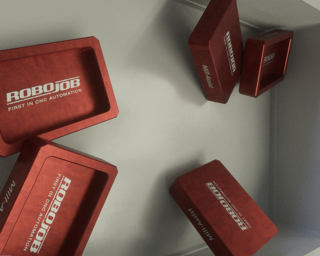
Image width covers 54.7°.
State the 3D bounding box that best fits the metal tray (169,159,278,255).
[{"bbox_3d":[0.085,0.112,0.423,0.091,0.030,0.130,-18,59,-39],"label":"metal tray"}]

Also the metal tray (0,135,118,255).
[{"bbox_3d":[-0.105,0.082,0.293,0.090,0.030,0.130,29,82,-44],"label":"metal tray"}]

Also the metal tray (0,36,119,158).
[{"bbox_3d":[-0.112,-0.035,0.308,0.131,0.030,0.089,-23,105,-38],"label":"metal tray"}]

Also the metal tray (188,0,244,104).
[{"bbox_3d":[0.087,-0.107,0.443,0.090,0.030,0.130,-62,148,-21],"label":"metal tray"}]

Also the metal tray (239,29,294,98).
[{"bbox_3d":[0.181,-0.112,0.523,0.131,0.030,0.089,-28,129,-44],"label":"metal tray"}]
